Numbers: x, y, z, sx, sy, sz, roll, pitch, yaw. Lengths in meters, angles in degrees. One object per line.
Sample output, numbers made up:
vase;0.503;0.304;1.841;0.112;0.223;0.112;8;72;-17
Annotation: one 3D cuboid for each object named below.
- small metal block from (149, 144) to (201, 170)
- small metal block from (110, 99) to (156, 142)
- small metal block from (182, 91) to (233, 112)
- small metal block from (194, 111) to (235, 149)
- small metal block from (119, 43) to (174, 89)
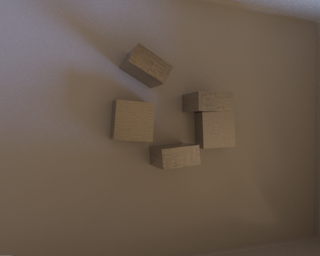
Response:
small metal block;0.018;0.036;0.404;0.050;0.050;0.025;-6;92;-20
small metal block;-0.035;-0.009;0.397;0.050;0.025;0.050;5;89;-20
small metal block;0.064;-0.035;0.420;0.050;0.050;0.025;-1;91;-20
small metal block;0.078;0.002;0.439;0.050;0.025;0.050;-2;91;-20
small metal block;-0.019;-0.076;0.390;0.050;0.050;0.025;31;80;-18
